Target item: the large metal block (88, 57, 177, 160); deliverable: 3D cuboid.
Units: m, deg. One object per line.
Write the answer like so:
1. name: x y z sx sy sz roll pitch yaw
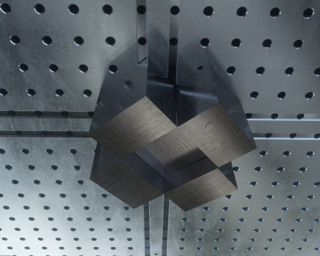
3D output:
1. large metal block: -0.029 -0.023 0.356 0.080 0.080 0.050 -31 124 24

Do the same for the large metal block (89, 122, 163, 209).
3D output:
1. large metal block: -0.041 0.047 0.415 0.050 0.080 0.080 -32 124 24

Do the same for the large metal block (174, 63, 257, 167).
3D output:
1. large metal block: 0.063 -0.015 0.363 0.050 0.080 0.080 -32 124 23

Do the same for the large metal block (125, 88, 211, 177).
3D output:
1. large metal block: 0.012 0.007 0.400 0.080 0.050 0.080 -30 123 25

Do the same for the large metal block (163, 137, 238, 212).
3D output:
1. large metal block: 0.051 0.055 0.424 0.080 0.080 0.050 -30 124 23
